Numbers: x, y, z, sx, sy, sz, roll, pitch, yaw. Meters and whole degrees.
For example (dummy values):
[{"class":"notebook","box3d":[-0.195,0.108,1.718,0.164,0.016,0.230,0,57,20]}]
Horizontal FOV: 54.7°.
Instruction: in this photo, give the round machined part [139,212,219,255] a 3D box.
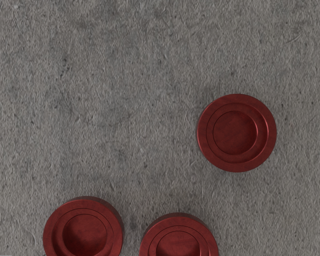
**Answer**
[{"class":"round machined part","box3d":[0.023,0.158,0.402,0.099,0.042,0.097,0,90,0]}]

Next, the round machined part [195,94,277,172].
[{"class":"round machined part","box3d":[0.095,0.006,0.402,0.099,0.042,0.097,0,90,0]}]

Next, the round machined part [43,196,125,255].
[{"class":"round machined part","box3d":[-0.095,0.136,0.401,0.099,0.042,0.097,0,90,0]}]
